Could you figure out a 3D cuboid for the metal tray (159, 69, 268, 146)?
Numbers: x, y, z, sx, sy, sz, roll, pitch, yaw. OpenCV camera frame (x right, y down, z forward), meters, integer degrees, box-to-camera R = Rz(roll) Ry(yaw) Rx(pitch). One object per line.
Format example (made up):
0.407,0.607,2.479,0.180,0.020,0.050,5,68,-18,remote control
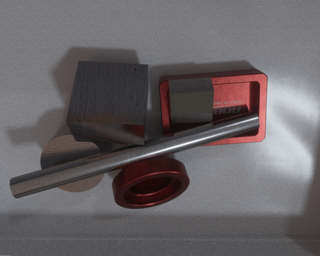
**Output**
0.067,-0.024,0.398,0.131,0.030,0.089,-4,110,1,metal tray

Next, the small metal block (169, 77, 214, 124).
0.037,-0.032,0.375,0.050,0.025,0.050,-4,136,1,small metal block

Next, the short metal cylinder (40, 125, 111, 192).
-0.108,0.037,0.408,0.081,0.050,0.079,0,110,-1,short metal cylinder

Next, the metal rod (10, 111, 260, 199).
-0.024,0.030,0.376,0.302,0.025,0.025,-15,110,-7,metal rod

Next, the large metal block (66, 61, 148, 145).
-0.056,-0.029,0.361,0.081,0.080,0.050,3,152,-1,large metal block

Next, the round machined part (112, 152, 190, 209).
-0.014,0.065,0.407,0.099,0.042,0.097,-12,145,-8,round machined part
